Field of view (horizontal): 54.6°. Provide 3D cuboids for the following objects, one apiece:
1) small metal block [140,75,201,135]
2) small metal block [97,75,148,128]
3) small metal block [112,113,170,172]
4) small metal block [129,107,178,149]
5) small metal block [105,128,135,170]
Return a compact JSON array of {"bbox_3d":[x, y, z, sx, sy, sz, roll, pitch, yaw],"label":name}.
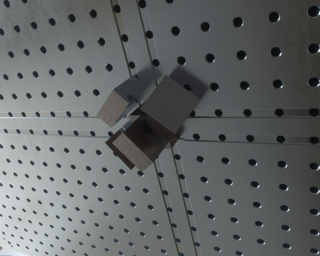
[{"bbox_3d":[0.012,-0.027,0.371,0.050,0.025,0.050,37,89,4],"label":"small metal block"},{"bbox_3d":[-0.048,-0.034,0.400,0.025,0.050,0.050,42,129,0],"label":"small metal block"},{"bbox_3d":[-0.022,0.017,0.386,0.050,0.050,0.025,45,128,-4],"label":"small metal block"},{"bbox_3d":[-0.008,0.000,0.415,0.050,0.025,0.050,0,118,27],"label":"small metal block"},{"bbox_3d":[-0.047,0.027,0.433,0.025,0.050,0.050,-43,95,2],"label":"small metal block"}]
